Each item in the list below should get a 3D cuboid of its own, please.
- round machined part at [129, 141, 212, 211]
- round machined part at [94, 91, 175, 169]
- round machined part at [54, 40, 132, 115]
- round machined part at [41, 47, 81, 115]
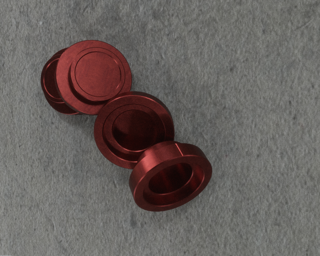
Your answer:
[{"bbox_3d":[0.010,0.054,0.375,0.098,0.098,0.042,-43,44,15],"label":"round machined part"},{"bbox_3d":[-0.031,0.000,0.396,0.099,0.042,0.097,0,110,0],"label":"round machined part"},{"bbox_3d":[-0.083,-0.066,0.400,0.099,0.042,0.097,1,88,-22],"label":"round machined part"},{"bbox_3d":[-0.130,-0.068,0.444,0.098,0.042,0.097,0,90,19],"label":"round machined part"}]
